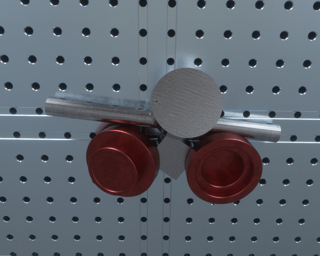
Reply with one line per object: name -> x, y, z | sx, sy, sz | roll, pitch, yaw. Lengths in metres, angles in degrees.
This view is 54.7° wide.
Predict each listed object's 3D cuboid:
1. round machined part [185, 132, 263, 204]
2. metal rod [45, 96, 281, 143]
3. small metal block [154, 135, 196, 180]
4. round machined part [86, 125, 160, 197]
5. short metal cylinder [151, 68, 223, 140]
round machined part -> 0.083, 0.050, 0.417 | 0.099, 0.042, 0.097 | -1, 113, -3
metal rod -> 0.006, -0.011, 0.406 | 0.302, 0.025, 0.025 | 7, 110, -3
small metal block -> 0.016, 0.034, 0.422 | 0.050, 0.025, 0.050 | 35, 106, -12
round machined part -> -0.053, 0.048, 0.404 | 0.098, 0.042, 0.097 | 6, 112, 16
short metal cylinder -> 0.029, -0.026, 0.371 | 0.081, 0.050, 0.080 | 0, 85, -4
